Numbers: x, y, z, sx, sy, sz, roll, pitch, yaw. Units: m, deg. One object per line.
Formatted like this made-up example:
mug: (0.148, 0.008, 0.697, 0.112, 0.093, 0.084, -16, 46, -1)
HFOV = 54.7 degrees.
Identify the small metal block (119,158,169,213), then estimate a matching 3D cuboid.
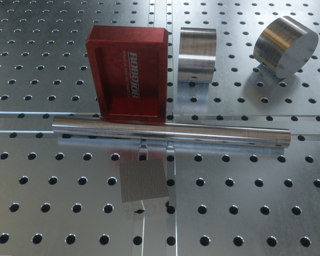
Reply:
small metal block: (-0.019, 0.065, 0.353, 0.050, 0.025, 0.050, -6, 50, -6)

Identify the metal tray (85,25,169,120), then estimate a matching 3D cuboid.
metal tray: (-0.036, -0.063, 0.392, 0.091, 0.129, 0.030, 2, 50, 2)

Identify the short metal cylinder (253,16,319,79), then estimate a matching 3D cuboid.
short metal cylinder: (0.193, -0.123, 0.477, 0.081, 0.080, 0.050, -24, 54, -19)

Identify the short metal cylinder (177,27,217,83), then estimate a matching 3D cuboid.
short metal cylinder: (0.054, -0.108, 0.463, 0.050, 0.080, 0.080, 4, 50, 3)

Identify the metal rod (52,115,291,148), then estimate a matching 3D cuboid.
metal rod: (0.013, 0.004, 0.403, 0.302, 0.025, 0.025, 4, 50, 3)
